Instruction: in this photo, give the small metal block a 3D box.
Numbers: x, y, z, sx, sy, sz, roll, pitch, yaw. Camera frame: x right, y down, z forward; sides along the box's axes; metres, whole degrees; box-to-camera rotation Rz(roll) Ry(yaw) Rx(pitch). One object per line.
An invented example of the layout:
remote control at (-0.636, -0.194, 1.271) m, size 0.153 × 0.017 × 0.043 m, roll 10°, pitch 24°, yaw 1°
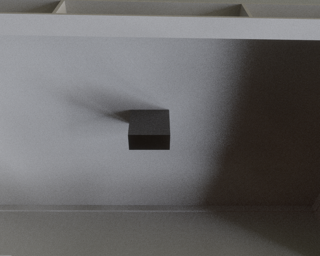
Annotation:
small metal block at (-0.013, 0.002, 0.394) m, size 0.050 × 0.050 × 0.025 m, roll 0°, pitch 130°, yaw -1°
